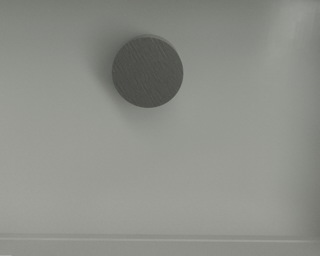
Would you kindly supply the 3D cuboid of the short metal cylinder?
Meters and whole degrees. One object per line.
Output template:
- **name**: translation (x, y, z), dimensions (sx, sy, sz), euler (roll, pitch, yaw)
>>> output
- **short metal cylinder**: translation (-0.014, -0.070, 0.372), dimensions (0.080, 0.050, 0.079), euler (0, 110, 0)
